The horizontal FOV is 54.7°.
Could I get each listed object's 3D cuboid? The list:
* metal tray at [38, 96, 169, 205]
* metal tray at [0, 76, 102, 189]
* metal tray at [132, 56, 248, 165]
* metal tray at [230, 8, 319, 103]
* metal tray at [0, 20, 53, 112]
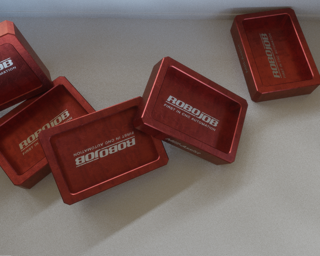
[{"bbox_3d":[-0.066,0.025,0.375,0.131,0.030,0.090,-21,90,-14],"label":"metal tray"},{"bbox_3d":[-0.150,0.004,0.404,0.130,0.030,0.090,-40,75,-13],"label":"metal tray"},{"bbox_3d":[0.042,-0.018,0.384,0.131,0.030,0.090,25,70,-19],"label":"metal tray"},{"bbox_3d":[0.163,-0.107,0.446,0.091,0.030,0.130,-9,70,-4],"label":"metal tray"},{"bbox_3d":[-0.212,-0.061,0.373,0.131,0.090,0.030,-26,52,-3],"label":"metal tray"}]
